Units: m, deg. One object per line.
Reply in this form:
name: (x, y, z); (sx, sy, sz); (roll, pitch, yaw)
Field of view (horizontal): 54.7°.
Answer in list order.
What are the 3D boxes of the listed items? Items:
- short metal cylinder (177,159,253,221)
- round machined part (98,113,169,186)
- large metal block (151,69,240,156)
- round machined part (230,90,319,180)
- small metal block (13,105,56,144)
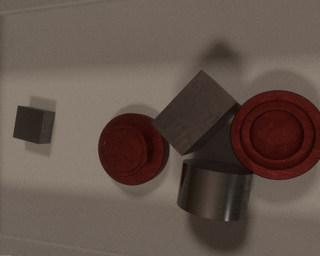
short metal cylinder: (0.063, 0.069, 0.359); (0.080, 0.080, 0.050); (9, 93, 19)
round machined part: (-0.040, 0.029, 0.415); (0.098, 0.042, 0.097); (0, 90, 19)
large metal block: (0.047, -0.016, 0.364); (0.080, 0.080, 0.050); (-46, 76, 14)
round machined part: (0.133, 0.007, 0.355); (0.098, 0.042, 0.097); (0, 90, 19)
small metal block: (-0.194, -0.005, 0.477); (0.050, 0.025, 0.050); (12, 94, 19)
